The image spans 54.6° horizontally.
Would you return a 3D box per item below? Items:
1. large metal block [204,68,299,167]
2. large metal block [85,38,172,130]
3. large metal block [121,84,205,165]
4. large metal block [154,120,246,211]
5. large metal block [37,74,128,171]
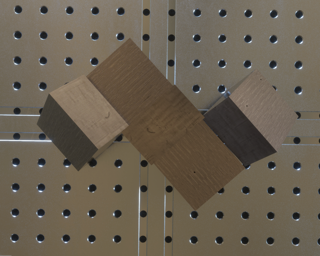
[{"bbox_3d":[0.112,-0.014,0.380,0.080,0.050,0.080,49,50,-1],"label":"large metal block"},{"bbox_3d":[-0.039,-0.054,0.400,0.080,0.050,0.080,-42,91,1],"label":"large metal block"},{"bbox_3d":[0.003,-0.004,0.385,0.080,0.080,0.050,-42,91,0],"label":"large metal block"},{"bbox_3d":[0.047,0.045,0.401,0.080,0.050,0.080,-41,89,0],"label":"large metal block"},{"bbox_3d":[-0.096,-0.004,0.378,0.080,0.080,0.050,49,51,0],"label":"large metal block"}]
